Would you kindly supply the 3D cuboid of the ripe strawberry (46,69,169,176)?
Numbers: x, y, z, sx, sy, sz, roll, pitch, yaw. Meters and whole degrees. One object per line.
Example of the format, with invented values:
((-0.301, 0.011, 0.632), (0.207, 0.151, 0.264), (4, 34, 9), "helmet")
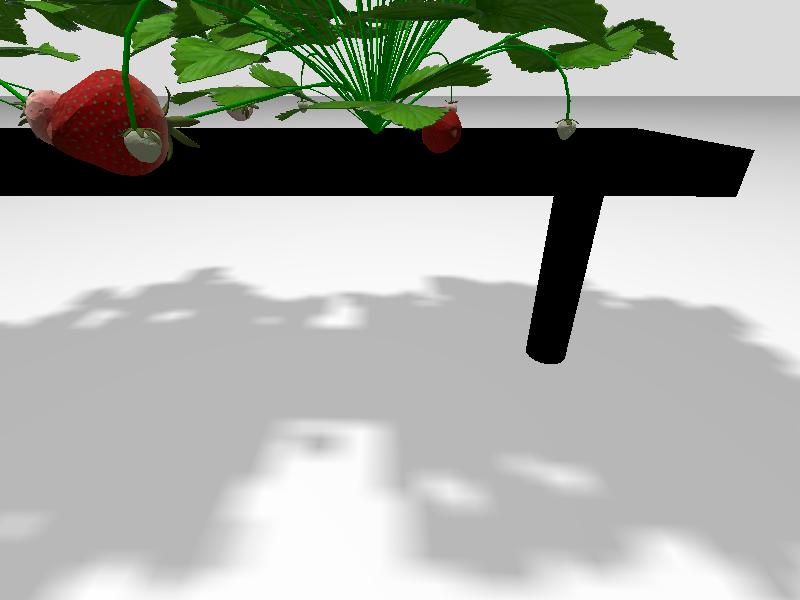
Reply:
((-0.125, -0.074, 0.172), (0.041, 0.043, 0.044), (17, 33, 28), "ripe strawberry")

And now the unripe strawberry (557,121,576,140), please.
((0.093, -0.095, 0.225), (0.010, 0.010, 0.011), (24, 37, 37), "unripe strawberry")

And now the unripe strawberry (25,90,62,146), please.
((-0.199, -0.105, 0.235), (0.030, 0.032, 0.028), (20, 32, 11), "unripe strawberry")

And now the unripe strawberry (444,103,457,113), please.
((0.057, -0.215, 0.456), (0.015, 0.016, 0.017), (13, 31, 23), "unripe strawberry")

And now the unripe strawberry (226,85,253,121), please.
((-0.175, -0.212, 0.432), (0.033, 0.034, 0.030), (21, 35, 35), "unripe strawberry")

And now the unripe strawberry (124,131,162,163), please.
((-0.102, -0.061, 0.160), (0.011, 0.012, 0.013), (12, 31, 22), "unripe strawberry")

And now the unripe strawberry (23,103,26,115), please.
((-0.321, -0.169, 0.361), (0.025, 0.024, 0.027), (-7, 29, -17), "unripe strawberry")

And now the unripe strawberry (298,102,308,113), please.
((-0.108, -0.214, 0.445), (0.011, 0.011, 0.011), (-16, 32, -27), "unripe strawberry")

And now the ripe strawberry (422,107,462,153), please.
((0.026, -0.099, 0.234), (0.024, 0.025, 0.026), (-12, 31, -22), "ripe strawberry")
